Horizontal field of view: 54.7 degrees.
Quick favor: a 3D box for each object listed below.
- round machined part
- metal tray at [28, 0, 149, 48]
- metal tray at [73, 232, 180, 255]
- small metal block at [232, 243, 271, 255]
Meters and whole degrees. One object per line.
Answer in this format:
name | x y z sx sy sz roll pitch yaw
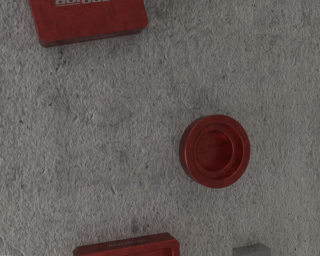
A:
round machined part | 0.071 0.031 0.426 0.099 0.042 0.097 0 90 -20
metal tray | -0.088 -0.154 0.374 0.131 0.030 0.089 -15 95 -19
metal tray | -0.040 0.190 0.391 0.131 0.030 0.089 -2 91 -20
small metal block | 0.137 0.204 0.460 0.050 0.025 0.050 -3 91 -20
